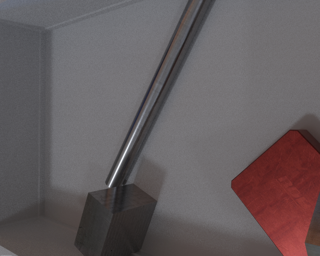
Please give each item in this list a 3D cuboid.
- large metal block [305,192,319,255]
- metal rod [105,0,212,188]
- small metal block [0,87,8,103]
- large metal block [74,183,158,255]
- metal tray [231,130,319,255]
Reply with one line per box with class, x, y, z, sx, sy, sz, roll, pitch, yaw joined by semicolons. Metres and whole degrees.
large metal block;0.135;0.073;0.199;0.050;0.080;0.080;1;126;40
metal rod;-0.007;-0.042;0.410;0.025;0.025;0.298;40;114;32
small metal block;-0.386;-0.074;0.707;0.050;0.050;0.025;-16;80;38
large metal block;-0.059;0.128;0.417;0.050;0.081;0.079;28;108;36
metal tray;0.140;0.076;0.287;0.090;0.030;0.130;-50;61;28
